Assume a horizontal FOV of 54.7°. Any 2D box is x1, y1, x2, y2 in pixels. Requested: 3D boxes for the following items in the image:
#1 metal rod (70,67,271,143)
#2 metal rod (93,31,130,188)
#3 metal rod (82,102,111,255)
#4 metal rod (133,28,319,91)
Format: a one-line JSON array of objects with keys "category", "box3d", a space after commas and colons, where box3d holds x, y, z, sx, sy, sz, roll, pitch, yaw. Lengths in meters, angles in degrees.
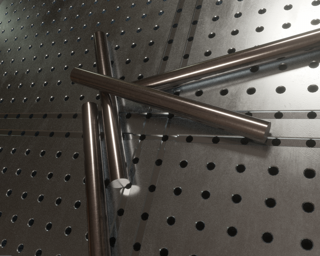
[{"category": "metal rod", "box3d": [-0.006, -0.039, 0.414, 0.300, 0.025, 0.025, 19, 72, 28]}, {"category": "metal rod", "box3d": [-0.080, -0.048, 0.477, 0.025, 0.025, 0.299, -24, 53, 13]}, {"category": "metal rod", "box3d": [-0.082, 0.086, 0.396, 0.025, 0.025, 0.299, -23, 53, 14]}, {"category": "metal rod", "box3d": [0.099, -0.087, 0.408, 0.301, 0.025, 0.025, -12, 57, 21]}]
